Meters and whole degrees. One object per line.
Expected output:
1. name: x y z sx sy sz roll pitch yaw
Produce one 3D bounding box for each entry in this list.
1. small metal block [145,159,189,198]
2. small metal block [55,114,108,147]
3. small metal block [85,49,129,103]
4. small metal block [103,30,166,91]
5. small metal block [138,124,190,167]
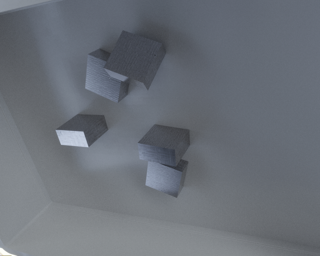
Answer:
1. small metal block: 0.009 0.065 0.443 0.050 0.025 0.050 19 126 16
2. small metal block: -0.113 0.003 0.452 0.050 0.050 0.025 3 120 26
3. small metal block: -0.067 -0.068 0.400 0.050 0.025 0.050 24 127 13
4. small metal block: -0.028 -0.077 0.356 0.050 0.050 0.025 23 171 14
5. small metal block: 0.006 0.021 0.401 0.050 0.050 0.025 9 122 23
